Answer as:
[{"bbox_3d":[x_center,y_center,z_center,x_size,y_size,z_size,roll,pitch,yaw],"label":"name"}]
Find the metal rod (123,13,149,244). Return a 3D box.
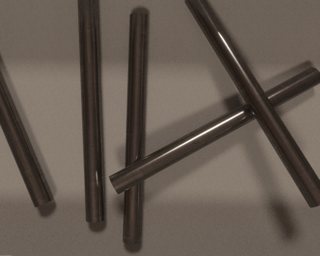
[{"bbox_3d":[-0.032,0.001,0.411,0.025,0.025,0.298,2,90,-1],"label":"metal rod"}]

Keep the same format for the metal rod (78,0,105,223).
[{"bbox_3d":[-0.091,-0.027,0.410,0.025,0.025,0.298,-2,90,-1],"label":"metal rod"}]

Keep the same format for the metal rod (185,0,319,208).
[{"bbox_3d":[0.113,-0.045,0.382,0.025,0.025,0.299,-28,78,0],"label":"metal rod"}]

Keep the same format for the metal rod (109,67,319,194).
[{"bbox_3d":[0.075,0.000,0.398,0.301,0.025,0.025,-28,90,-6],"label":"metal rod"}]

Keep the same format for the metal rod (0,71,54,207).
[{"bbox_3d":[-0.210,-0.039,0.408,0.025,0.025,0.299,-23,90,0],"label":"metal rod"}]
